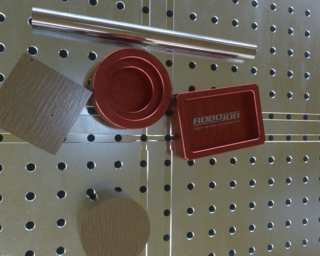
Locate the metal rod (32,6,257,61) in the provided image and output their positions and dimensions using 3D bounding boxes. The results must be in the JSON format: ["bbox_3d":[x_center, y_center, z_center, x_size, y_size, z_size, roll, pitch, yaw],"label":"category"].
[{"bbox_3d":[-0.005,-0.120,0.410,0.302,0.025,0.025,3,89,-20],"label":"metal rod"}]

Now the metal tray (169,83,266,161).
[{"bbox_3d":[0.083,-0.011,0.440,0.131,0.030,0.089,-10,94,-20],"label":"metal tray"}]

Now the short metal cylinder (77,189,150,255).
[{"bbox_3d":[-0.058,0.119,0.378,0.081,0.050,0.079,0,90,-20],"label":"short metal cylinder"}]

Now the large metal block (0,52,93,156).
[{"bbox_3d":[-0.135,-0.025,0.349,0.080,0.050,0.080,31,80,-17],"label":"large metal block"}]

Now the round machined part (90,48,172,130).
[{"bbox_3d":[-0.039,-0.047,0.387,0.099,0.042,0.097,0,90,-23],"label":"round machined part"}]
